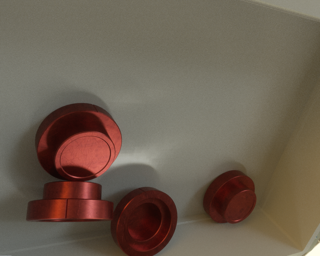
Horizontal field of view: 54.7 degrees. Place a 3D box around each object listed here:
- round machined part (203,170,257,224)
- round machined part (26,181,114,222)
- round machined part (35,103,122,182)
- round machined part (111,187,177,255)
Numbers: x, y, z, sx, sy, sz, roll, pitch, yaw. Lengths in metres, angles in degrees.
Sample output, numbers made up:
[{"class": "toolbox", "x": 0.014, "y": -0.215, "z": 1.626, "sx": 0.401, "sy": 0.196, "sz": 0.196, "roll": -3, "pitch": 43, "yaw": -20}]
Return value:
[{"class": "round machined part", "x": 0.128, "y": 0.126, "z": 0.539, "sx": 0.099, "sy": 0.042, "sz": 0.097, "roll": -12, "pitch": 118, "yaw": -24}, {"class": "round machined part", "x": -0.106, "y": 0.090, "z": 0.373, "sx": 0.099, "sy": 0.042, "sz": 0.098, "roll": -1, "pitch": 161, "yaw": 0}, {"class": "round machined part", "x": -0.091, "y": 0.023, "z": 0.362, "sx": 0.099, "sy": 0.042, "sz": 0.097, "roll": -14, "pitch": 124, "yaw": -21}, {"class": "round machined part", "x": -0.027, "y": 0.133, "z": 0.451, "sx": 0.099, "sy": 0.042, "sz": 0.097, "roll": -4, "pitch": 97, "yaw": -32}]
